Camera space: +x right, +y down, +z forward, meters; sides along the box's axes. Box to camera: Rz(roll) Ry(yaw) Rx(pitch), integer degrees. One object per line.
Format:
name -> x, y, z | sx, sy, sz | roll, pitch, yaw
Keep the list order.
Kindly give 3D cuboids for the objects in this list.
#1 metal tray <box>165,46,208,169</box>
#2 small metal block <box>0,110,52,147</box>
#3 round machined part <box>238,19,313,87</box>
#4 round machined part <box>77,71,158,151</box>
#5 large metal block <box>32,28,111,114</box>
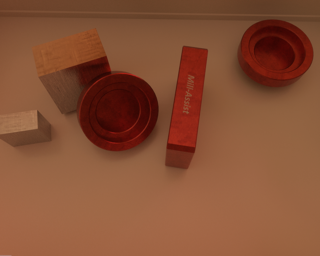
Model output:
metal tray -> 0.032, -0.023, 0.383 | 0.030, 0.090, 0.130 | 9, 70, 3
small metal block -> -0.172, 0.002, 0.394 | 0.050, 0.050, 0.025 | -9, 71, -4
round machined part -> 0.159, -0.101, 0.440 | 0.099, 0.042, 0.098 | 0, 70, -1
round machined part -> -0.055, -0.023, 0.390 | 0.099, 0.042, 0.097 | -8, 110, -22
large metal block -> -0.106, -0.071, 0.401 | 0.081, 0.080, 0.050 | -20, 61, -7
